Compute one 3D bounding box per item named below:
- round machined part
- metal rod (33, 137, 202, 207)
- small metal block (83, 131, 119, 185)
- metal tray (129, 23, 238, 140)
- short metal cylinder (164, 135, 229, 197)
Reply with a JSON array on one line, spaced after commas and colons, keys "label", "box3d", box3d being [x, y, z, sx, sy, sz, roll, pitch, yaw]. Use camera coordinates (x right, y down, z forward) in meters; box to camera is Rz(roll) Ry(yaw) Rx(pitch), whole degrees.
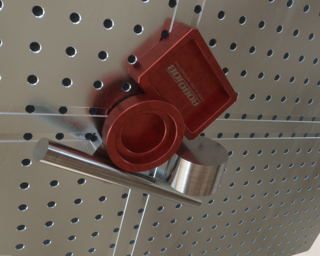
[{"label": "round machined part", "box3d": [-0.023, 0.002, 0.380, 0.099, 0.042, 0.097, -13, 123, -20]}, {"label": "metal rod", "box3d": [-0.029, 0.072, 0.415, 0.025, 0.025, 0.301, -51, 138, 8]}, {"label": "small metal block", "box3d": [-0.072, 0.039, 0.398, 0.050, 0.025, 0.050, 32, 100, -39]}, {"label": "metal tray", "box3d": [0.035, -0.054, 0.394, 0.090, 0.030, 0.130, -43, 129, 0]}, {"label": "short metal cylinder", "box3d": [0.050, 0.050, 0.434, 0.081, 0.080, 0.050, -4, 120, -27]}]
